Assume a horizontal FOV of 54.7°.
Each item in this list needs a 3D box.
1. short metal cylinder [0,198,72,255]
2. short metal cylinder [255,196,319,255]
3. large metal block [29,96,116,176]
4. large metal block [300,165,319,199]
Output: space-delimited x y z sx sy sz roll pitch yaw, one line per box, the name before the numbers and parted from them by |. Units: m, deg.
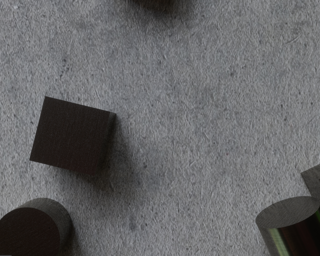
short metal cylinder | -0.160 0.135 0.396 0.081 0.050 0.080 0 90 0
short metal cylinder | 0.167 0.126 0.384 0.080 0.080 0.050 -25 90 0
large metal block | -0.108 0.009 0.397 0.080 0.050 0.080 14 90 0
large metal block | 0.246 0.081 0.400 0.080 0.050 0.080 -26 90 0
